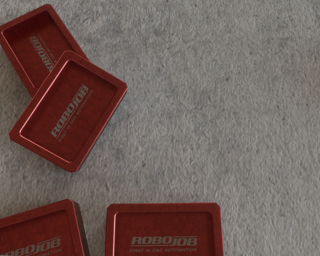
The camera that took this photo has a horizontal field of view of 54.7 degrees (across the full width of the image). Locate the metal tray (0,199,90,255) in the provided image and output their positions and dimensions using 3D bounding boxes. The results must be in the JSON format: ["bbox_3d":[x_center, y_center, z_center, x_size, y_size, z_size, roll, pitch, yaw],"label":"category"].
[{"bbox_3d":[-0.151,0.143,0.351,0.131,0.030,0.090,-16,71,-6],"label":"metal tray"}]

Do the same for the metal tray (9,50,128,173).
[{"bbox_3d":[-0.111,-0.020,0.392,0.090,0.030,0.130,31,79,-4],"label":"metal tray"}]

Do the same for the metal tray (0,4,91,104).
[{"bbox_3d":[-0.164,-0.107,0.442,0.090,0.030,0.130,-32,73,-11],"label":"metal tray"}]

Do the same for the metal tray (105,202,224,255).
[{"bbox_3d":[0.005,0.134,0.356,0.131,0.030,0.090,0,70,-1],"label":"metal tray"}]
